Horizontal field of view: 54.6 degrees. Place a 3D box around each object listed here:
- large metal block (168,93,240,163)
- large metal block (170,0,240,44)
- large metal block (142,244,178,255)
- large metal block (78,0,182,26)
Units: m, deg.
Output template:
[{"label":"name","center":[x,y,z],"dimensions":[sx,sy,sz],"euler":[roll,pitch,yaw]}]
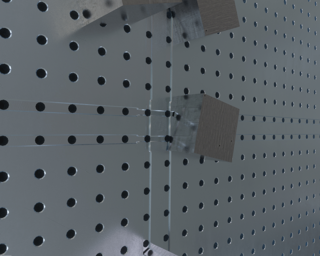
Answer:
[{"label":"large metal block","center":[0.064,0.002,0.446],"dimensions":[0.080,0.050,0.080],"euler":[17,79,-39]},{"label":"large metal block","center":[0.062,-0.173,0.443],"dimensions":[0.081,0.050,0.080],"euler":[-26,107,-37]},{"label":"large metal block","center":[-0.002,0.197,0.372],"dimensions":[0.081,0.080,0.050],"euler":[-33,111,-35]},{"label":"large metal block","center":[-0.036,-0.151,0.342],"dimensions":[0.081,0.080,0.050],"euler":[-21,104,-38]}]
